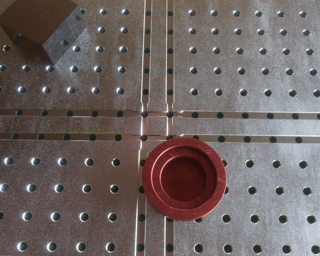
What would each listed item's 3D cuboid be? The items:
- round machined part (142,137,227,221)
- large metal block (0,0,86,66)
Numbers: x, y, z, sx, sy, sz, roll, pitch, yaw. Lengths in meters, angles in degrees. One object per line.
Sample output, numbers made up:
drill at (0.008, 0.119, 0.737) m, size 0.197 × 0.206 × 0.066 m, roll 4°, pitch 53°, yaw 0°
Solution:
round machined part at (0.028, 0.064, 0.380) m, size 0.099 × 0.042 × 0.098 m, roll 0°, pitch 70°, yaw 0°
large metal block at (-0.170, -0.152, 0.453) m, size 0.080 × 0.050 × 0.080 m, roll 30°, pitch 73°, yaw 10°
